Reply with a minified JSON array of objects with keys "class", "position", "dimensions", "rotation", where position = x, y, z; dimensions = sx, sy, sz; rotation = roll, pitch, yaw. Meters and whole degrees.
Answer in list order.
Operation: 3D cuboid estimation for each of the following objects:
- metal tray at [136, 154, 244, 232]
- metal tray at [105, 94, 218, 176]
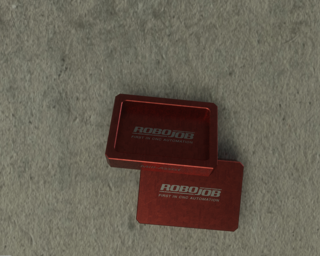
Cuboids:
[{"class":"metal tray","position":[0.038,0.082,0.408],"dimensions":[0.131,0.030,0.089],"rotation":[5,90,-1]},{"class":"metal tray","position":[0.004,0.008,0.388],"dimensions":[0.131,0.030,0.090],"rotation":[6,63,-1]}]
